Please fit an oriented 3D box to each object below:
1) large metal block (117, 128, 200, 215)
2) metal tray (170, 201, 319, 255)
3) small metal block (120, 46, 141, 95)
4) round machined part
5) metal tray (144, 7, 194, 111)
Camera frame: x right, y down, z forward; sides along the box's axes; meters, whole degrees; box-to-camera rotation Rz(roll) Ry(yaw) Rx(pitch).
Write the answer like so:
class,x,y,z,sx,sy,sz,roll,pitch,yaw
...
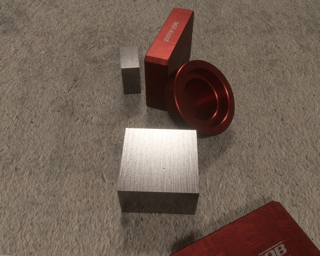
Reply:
class,x,y,z,sx,sy,sz,roll,pitch,yaw
large metal block,0.000,0.048,0.347,0.081,0.050,0.080,2,50,1
metal tray,0.084,0.135,0.287,0.131,0.030,0.090,-21,53,-17
small metal block,-0.043,-0.085,0.458,0.025,0.050,0.050,-5,50,-4
round machined part,0.047,-0.035,0.401,0.099,0.042,0.098,9,74,-32
metal tray,0.015,-0.100,0.445,0.030,0.089,0.130,15,51,12
